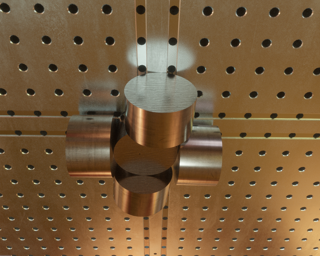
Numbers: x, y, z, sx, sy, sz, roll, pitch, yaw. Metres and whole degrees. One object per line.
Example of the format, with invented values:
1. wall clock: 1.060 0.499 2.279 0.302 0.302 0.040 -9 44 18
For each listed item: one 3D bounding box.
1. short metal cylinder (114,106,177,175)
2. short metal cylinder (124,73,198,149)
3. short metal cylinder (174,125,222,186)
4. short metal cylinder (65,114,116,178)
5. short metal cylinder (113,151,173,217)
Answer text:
1. short metal cylinder: -0.019 0.017 0.410 0.081 0.050 0.079 -1 130 -1
2. short metal cylinder: 0.000 -0.022 0.356 0.081 0.080 0.050 2 130 -2
3. short metal cylinder: 0.047 0.035 0.406 0.050 0.080 0.079 3 130 -3
4. short metal cylinder: -0.084 0.023 0.394 0.050 0.080 0.079 1 130 -2
5. short metal cylinder: -0.025 0.077 0.439 0.081 0.080 0.050 5 130 -4
